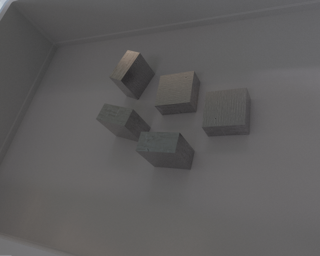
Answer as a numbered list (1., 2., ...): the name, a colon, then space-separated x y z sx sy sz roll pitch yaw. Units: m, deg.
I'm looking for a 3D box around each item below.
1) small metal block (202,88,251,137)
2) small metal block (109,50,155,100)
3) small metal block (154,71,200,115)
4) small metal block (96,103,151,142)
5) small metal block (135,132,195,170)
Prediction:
1. small metal block: 0.081 -0.019 0.375 0.050 0.025 0.050 -4 60 26
2. small metal block: -0.040 -0.078 0.459 0.025 0.050 0.050 22 73 36
3. small metal block: 0.024 -0.047 0.422 0.050 0.025 0.050 -4 60 26
4. small metal block: -0.049 -0.006 0.419 0.050 0.050 0.025 13 69 33
5. small metal block: 0.007 0.027 0.369 0.050 0.050 0.025 1 62 28
